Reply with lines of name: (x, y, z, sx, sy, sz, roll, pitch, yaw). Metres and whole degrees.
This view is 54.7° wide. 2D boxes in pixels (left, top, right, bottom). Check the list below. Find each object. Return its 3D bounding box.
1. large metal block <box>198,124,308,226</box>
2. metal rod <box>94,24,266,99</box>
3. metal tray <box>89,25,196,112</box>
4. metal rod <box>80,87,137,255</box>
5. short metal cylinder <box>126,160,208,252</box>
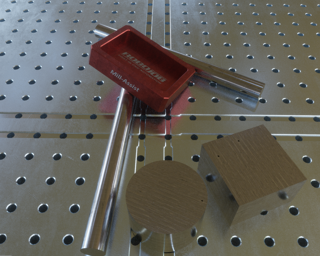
large metal block: (0.099, 0.051, 0.350, 0.081, 0.050, 0.080, -17, 52, -14)
metal rod: (0.020, -0.113, 0.503, 0.301, 0.025, 0.025, 25, 54, 19)
metal tray: (-0.025, -0.090, 0.450, 0.130, 0.030, 0.090, 35, 49, 8)
metal rod: (-0.052, 0.008, 0.400, 0.025, 0.025, 0.300, 4, 50, 3)
short metal cylinder: (0.006, 0.081, 0.324, 0.081, 0.050, 0.080, 0, 50, 0)
